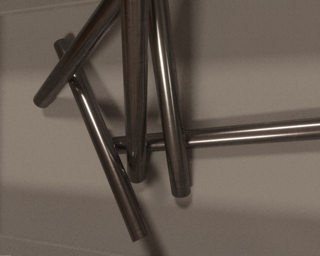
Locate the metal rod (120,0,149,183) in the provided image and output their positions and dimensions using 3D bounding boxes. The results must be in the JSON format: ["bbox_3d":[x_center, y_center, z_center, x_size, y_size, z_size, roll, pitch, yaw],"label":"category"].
[{"bbox_3d":[-0.026,-0.045,0.325,0.025,0.025,0.298,20,134,18],"label":"metal rod"}]

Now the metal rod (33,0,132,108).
[{"bbox_3d":[-0.093,-0.095,0.368,0.299,0.025,0.025,-31,79,46],"label":"metal rod"}]

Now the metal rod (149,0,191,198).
[{"bbox_3d":[0.007,-0.052,0.343,0.025,0.025,0.298,0,115,20],"label":"metal rod"}]

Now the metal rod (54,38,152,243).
[{"bbox_3d":[-0.083,0.003,0.414,0.025,0.025,0.299,-32,71,17],"label":"metal rod"}]

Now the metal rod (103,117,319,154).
[{"bbox_3d":[0.061,0.012,0.388,0.301,0.025,0.025,-6,88,19],"label":"metal rod"}]
